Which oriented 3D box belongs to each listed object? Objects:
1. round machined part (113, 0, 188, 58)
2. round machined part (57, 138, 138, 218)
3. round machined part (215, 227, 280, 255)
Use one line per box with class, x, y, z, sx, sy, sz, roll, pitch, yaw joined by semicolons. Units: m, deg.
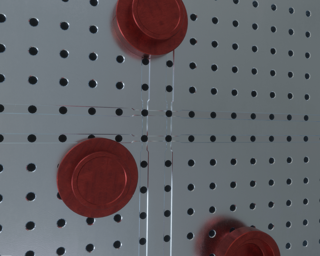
round machined part;-0.008;-0.143;0.400;0.099;0.042;0.097;0;90;-20
round machined part;-0.073;0.061;0.376;0.099;0.042;0.097;0;90;-20
round machined part;0.121;0.191;0.448;0.099;0.042;0.097;0;90;-20
